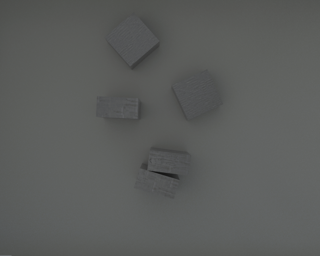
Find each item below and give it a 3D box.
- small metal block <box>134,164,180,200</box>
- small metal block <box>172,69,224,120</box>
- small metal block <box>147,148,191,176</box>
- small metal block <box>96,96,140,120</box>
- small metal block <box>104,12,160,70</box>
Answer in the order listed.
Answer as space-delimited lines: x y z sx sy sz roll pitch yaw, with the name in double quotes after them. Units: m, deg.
-0.004 0.068 0.399 0.050 0.050 0.025 17 90 -1 "small metal block"
0.049 -0.043 0.412 0.050 0.025 0.050 -25 90 -1 "small metal block"
0.011 0.042 0.399 0.050 0.050 0.025 7 90 -1 "small metal block"
-0.052 -0.025 0.398 0.050 0.050 0.025 3 90 -1 "small metal block"
-0.036 -0.114 0.411 0.050 0.025 0.050 -41 91 0 "small metal block"
